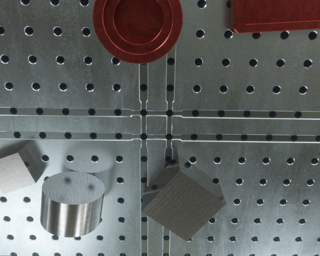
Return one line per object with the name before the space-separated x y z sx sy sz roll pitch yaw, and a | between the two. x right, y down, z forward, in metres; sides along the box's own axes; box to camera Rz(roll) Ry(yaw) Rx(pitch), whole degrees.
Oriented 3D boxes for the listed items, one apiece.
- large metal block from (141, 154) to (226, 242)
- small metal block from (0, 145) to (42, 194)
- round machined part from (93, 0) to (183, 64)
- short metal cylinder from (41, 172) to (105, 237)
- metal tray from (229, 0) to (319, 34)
large metal block | 0.032 0.098 0.436 0.080 0.050 0.080 37 106 -13
small metal block | -0.203 0.058 0.433 0.050 0.025 0.050 -19 109 7
round machined part | -0.024 -0.126 0.358 0.099 0.042 0.097 0 110 0
short metal cylinder | -0.118 0.101 0.420 0.081 0.080 0.050 10 110 -4
metal tray | 0.147 -0.158 0.353 0.131 0.030 0.089 -3 110 1
